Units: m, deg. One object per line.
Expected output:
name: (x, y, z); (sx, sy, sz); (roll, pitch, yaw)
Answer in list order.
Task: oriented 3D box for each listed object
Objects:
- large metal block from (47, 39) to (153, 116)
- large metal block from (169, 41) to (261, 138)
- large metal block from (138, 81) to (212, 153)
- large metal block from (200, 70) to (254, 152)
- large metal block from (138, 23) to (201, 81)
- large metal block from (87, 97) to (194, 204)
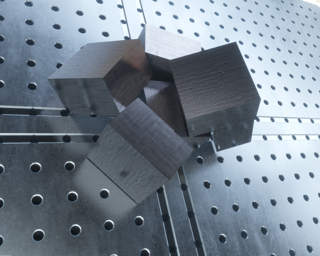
large metal block: (-0.067, -0.060, 0.365); (0.080, 0.080, 0.050); (-58, 140, -39)
large metal block: (0.061, -0.044, 0.362); (0.080, 0.050, 0.080); (-15, 64, 2)
large metal block: (0.011, -0.013, 0.405); (0.081, 0.050, 0.080); (1, 61, -28)
large metal block: (0.088, -0.023, 0.423); (0.050, 0.080, 0.080); (-17, 65, 6)
large metal block: (0.002, -0.085, 0.426); (0.081, 0.080, 0.050); (12, 57, -21)
large metal block: (-0.024, 0.027, 0.341); (0.080, 0.080, 0.050); (43, 50, 1)
